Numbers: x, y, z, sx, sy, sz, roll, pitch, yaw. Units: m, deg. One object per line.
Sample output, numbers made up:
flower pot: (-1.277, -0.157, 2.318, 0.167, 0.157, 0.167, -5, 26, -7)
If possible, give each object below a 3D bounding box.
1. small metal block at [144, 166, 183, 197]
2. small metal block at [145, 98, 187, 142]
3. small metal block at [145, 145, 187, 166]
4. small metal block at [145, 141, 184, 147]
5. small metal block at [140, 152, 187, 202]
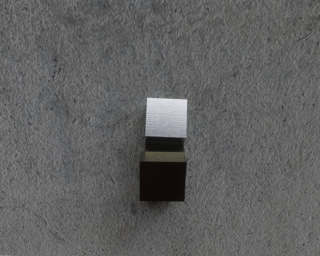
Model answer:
small metal block: (0.004, 0.074, 0.425, 0.050, 0.025, 0.050, 2, 151, -1)
small metal block: (0.008, -0.010, 0.395, 0.050, 0.025, 0.050, 3, 74, -1)
small metal block: (0.005, 0.043, 0.386, 0.050, 0.050, 0.025, 2, 110, -1)
small metal block: (0.005, 0.029, 0.423, 0.050, 0.025, 0.050, 2, 110, -2)
small metal block: (0.003, 0.055, 0.351, 0.050, 0.025, 0.050, 1, 110, -1)
